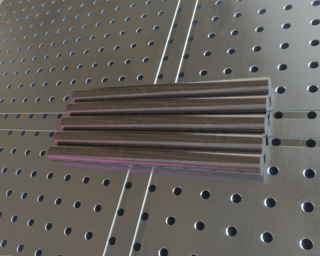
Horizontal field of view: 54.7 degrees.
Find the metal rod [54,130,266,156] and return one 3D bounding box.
[{"bbox_3d":[-0.020,0.017,0.407,0.300,0.025,0.025,1,62,28],"label":"metal rod"}]

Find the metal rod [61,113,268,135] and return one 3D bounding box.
[{"bbox_3d":[-0.014,-0.005,0.417,0.300,0.025,0.025,1,62,28],"label":"metal rod"}]

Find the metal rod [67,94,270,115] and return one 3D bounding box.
[{"bbox_3d":[-0.008,-0.028,0.428,0.300,0.025,0.025,1,62,28],"label":"metal rod"}]

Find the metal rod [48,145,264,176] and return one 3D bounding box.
[{"bbox_3d":[-0.025,0.038,0.397,0.300,0.025,0.025,0,62,27],"label":"metal rod"}]

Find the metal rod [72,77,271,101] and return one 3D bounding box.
[{"bbox_3d":[-0.002,-0.050,0.439,0.300,0.025,0.025,1,62,28],"label":"metal rod"}]
